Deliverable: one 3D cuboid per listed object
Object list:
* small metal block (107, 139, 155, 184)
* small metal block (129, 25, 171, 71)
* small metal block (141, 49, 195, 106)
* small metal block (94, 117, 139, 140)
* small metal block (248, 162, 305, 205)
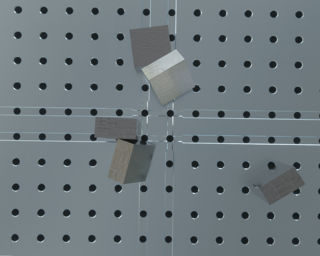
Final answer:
[{"bbox_3d":[-0.036,0.042,0.397,0.025,0.050,0.050,17,94,30],"label":"small metal block"},{"bbox_3d":[-0.011,-0.106,0.413,0.050,0.025,0.050,-7,90,0],"label":"small metal block"},{"bbox_3d":[0.012,-0.064,0.399,0.050,0.050,0.025,-30,49,0],"label":"small metal block"},{"bbox_3d":[-0.054,0.002,0.400,0.050,0.050,0.025,3,86,0],"label":"small metal block"},{"bbox_3d":[0.149,0.070,0.402,0.050,0.050,0.025,-31,90,0],"label":"small metal block"}]
